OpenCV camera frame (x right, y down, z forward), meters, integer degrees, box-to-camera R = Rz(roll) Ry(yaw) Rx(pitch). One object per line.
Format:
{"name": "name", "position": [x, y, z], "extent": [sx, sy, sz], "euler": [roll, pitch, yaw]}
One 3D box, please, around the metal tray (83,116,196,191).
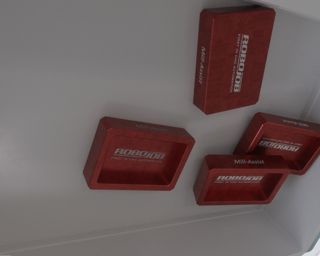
{"name": "metal tray", "position": [-0.026, 0.039, 0.414], "extent": [0.131, 0.030, 0.089], "euler": [8, 114, -32]}

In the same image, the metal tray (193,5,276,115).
{"name": "metal tray", "position": [0.094, -0.087, 0.402], "extent": [0.091, 0.030, 0.129], "euler": [-13, 124, -21]}

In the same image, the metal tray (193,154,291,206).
{"name": "metal tray", "position": [0.127, 0.084, 0.492], "extent": [0.131, 0.030, 0.089], "euler": [2, 131, -11]}

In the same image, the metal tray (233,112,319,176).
{"name": "metal tray", "position": [0.197, 0.029, 0.503], "extent": [0.131, 0.030, 0.089], "euler": [9, 123, -18]}
